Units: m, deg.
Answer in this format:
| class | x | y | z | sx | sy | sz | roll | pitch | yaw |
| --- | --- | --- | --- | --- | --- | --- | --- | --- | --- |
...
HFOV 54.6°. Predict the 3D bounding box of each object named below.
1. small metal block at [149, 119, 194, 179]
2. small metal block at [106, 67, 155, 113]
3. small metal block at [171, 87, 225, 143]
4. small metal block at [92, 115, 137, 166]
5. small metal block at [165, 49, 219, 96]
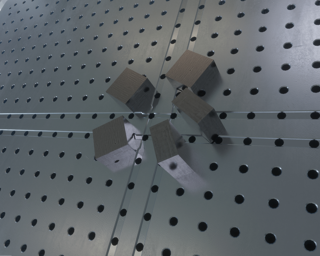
| class | x | y | z | sx | sy | sz | roll | pitch | yaw |
| --- | --- | --- | --- | --- | --- | --- | --- | --- | --- |
| small metal block | 0.014 | 0.026 | 0.370 | 0.025 | 0.050 | 0.050 | -24 | 53 | 14 |
| small metal block | -0.045 | -0.058 | 0.469 | 0.050 | 0.025 | 0.050 | 33 | 80 | 38 |
| small metal block | 0.047 | -0.015 | 0.378 | 0.025 | 0.050 | 0.050 | -44 | 51 | -2 |
| small metal block | -0.064 | 0.018 | 0.432 | 0.050 | 0.025 | 0.050 | -25 | 53 | 13 |
| small metal block | 0.044 | -0.076 | 0.433 | 0.050 | 0.025 | 0.050 | 33 | 80 | 38 |
